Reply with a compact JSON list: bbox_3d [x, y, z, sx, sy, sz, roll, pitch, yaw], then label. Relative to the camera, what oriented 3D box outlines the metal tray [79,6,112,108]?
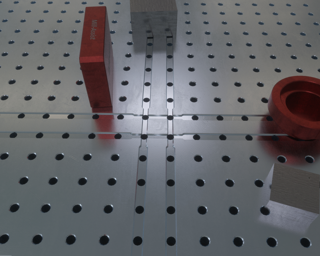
[{"bbox_3d":[-0.089,-0.105,0.452,0.030,0.090,0.130,-4,50,-3],"label":"metal tray"}]

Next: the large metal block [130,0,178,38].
[{"bbox_3d":[-0.013,-0.213,0.570,0.081,0.050,0.080,-3,50,-3],"label":"large metal block"}]

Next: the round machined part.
[{"bbox_3d":[0.195,-0.023,0.417,0.099,0.042,0.098,0,50,0],"label":"round machined part"}]

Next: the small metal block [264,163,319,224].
[{"bbox_3d":[0.148,0.072,0.348,0.050,0.025,0.050,15,52,12],"label":"small metal block"}]
